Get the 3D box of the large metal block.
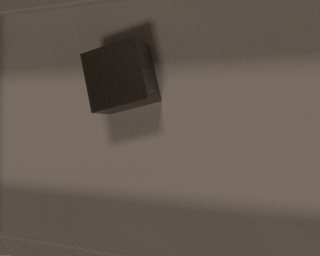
[{"bbox_3d":[-0.051,-0.067,0.414,0.080,0.050,0.080,-13,86,19],"label":"large metal block"}]
